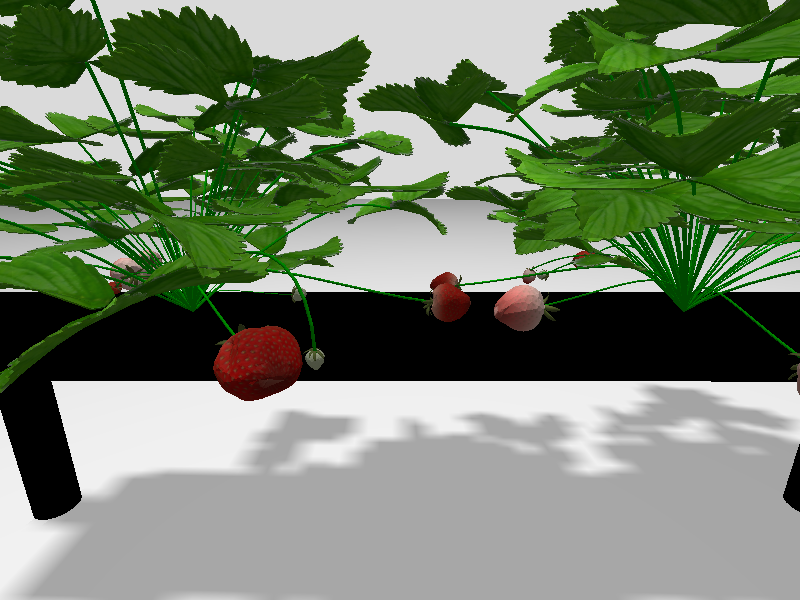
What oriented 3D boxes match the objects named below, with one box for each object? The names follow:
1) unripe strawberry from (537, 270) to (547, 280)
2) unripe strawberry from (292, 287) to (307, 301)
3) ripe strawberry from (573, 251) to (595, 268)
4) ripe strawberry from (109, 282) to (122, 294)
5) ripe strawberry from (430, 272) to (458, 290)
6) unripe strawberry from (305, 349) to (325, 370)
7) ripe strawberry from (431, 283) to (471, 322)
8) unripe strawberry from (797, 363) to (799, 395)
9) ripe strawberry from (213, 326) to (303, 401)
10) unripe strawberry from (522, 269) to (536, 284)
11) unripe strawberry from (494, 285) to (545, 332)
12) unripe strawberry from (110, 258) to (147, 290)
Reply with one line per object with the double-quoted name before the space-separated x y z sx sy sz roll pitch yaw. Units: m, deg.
"unripe strawberry" 0.173 -0.030 0.486 0.013 0.011 0.013 -11 8 -33
"unripe strawberry" -0.099 -0.006 0.396 0.014 0.015 0.013 -5 17 -19
"ripe strawberry" 0.250 -0.055 0.546 0.029 0.025 0.029 -1 8 -3
"ripe strawberry" -0.300 -0.012 0.418 0.016 0.013 0.016 -8 11 29
"ripe strawberry" 0.045 -0.016 0.411 0.028 0.027 0.026 3 16 13
"unripe strawberry" -0.049 0.034 0.229 0.011 0.011 0.011 15 22 42
"ripe strawberry" 0.044 0.002 0.342 0.033 0.033 0.031 2 16 5
"unripe strawberry" 0.221 0.042 0.199 0.032 0.034 0.035 4 17 12
"ripe strawberry" -0.072 0.035 0.209 0.044 0.039 0.040 -12 20 -35
"unripe strawberry" 0.151 -0.027 0.471 0.017 0.017 0.015 -15 40 -42
"unripe strawberry" 0.092 0.007 0.316 0.039 0.038 0.036 -5 17 -15
"unripe strawberry" -0.303 -0.030 0.446 0.038 0.037 0.035 11 19 36
